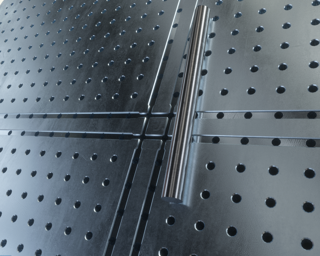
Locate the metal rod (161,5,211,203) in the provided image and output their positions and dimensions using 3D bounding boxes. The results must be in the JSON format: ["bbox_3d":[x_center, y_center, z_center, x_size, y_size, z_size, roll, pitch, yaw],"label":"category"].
[{"bbox_3d":[0.040,-0.050,0.416,0.025,0.025,0.299,-3,60,26],"label":"metal rod"}]
